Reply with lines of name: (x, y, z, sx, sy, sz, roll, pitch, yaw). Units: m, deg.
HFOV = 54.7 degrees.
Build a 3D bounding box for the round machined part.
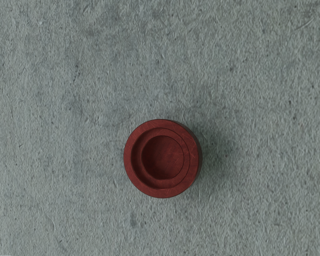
round machined part: (0.006, 0.037, 0.398, 0.098, 0.042, 0.097, 0, 90, 19)
